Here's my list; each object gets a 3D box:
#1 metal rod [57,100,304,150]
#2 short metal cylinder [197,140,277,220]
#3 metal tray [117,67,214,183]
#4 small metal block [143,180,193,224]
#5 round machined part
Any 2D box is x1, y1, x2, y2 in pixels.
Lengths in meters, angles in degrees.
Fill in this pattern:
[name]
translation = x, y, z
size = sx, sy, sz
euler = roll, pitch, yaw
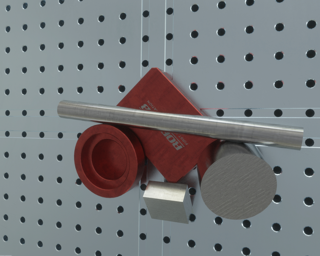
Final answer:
[metal rod]
translation = 0.008, -0.007, 0.375
size = 0.301, 0.025, 0.025
euler = 8, 93, 19
[short metal cylinder]
translation = 0.084, 0.056, 0.353
size = 0.081, 0.050, 0.079
euler = 0, 108, 2
[metal tray]
translation = 0.009, -0.004, 0.407
size = 0.090, 0.030, 0.130
euler = -45, 77, 14
[small metal block]
translation = 0.011, 0.094, 0.393
size = 0.050, 0.025, 0.050
euler = 3, 134, 19
[round machined part]
translation = -0.064, 0.041, 0.420
size = 0.098, 0.042, 0.097
euler = 3, 97, 24
